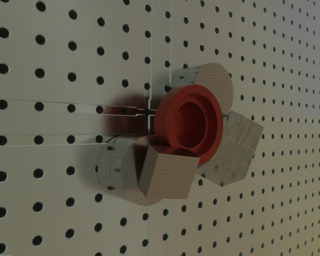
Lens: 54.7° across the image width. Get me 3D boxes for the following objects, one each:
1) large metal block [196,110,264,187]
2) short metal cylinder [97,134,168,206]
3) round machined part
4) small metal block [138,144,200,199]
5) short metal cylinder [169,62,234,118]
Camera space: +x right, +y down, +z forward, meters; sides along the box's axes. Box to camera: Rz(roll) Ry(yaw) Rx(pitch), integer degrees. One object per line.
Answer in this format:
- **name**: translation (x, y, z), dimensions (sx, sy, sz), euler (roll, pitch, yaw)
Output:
- **large metal block**: translation (0.096, 0.032, 0.445), dimensions (0.050, 0.080, 0.080), euler (28, 69, -1)
- **short metal cylinder**: translation (-0.027, 0.048, 0.370), dimensions (0.081, 0.050, 0.079), euler (0, 90, -40)
- **round machined part**: translation (0.031, -0.003, 0.386), dimensions (0.099, 0.042, 0.097), euler (0, 90, -40)
- **small metal block**: translation (0.009, 0.048, 0.335), dimensions (0.050, 0.025, 0.050), euler (9, 104, -28)
- **short metal cylinder**: translation (0.060, -0.050, 0.443), dimensions (0.081, 0.050, 0.079), euler (0, 90, -40)
